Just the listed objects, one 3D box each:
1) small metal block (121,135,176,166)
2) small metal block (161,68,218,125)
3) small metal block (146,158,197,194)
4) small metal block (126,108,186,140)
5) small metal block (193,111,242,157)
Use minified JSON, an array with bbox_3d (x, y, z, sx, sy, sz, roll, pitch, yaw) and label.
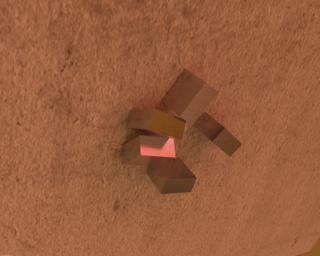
[{"bbox_3d":[-0.016,0.031,0.401,0.050,0.025,0.050,7,157,-32],"label":"small metal block"},{"bbox_3d":[0.036,-0.040,0.387,0.025,0.050,0.050,29,102,-38],"label":"small metal block"},{"bbox_3d":[0.016,0.067,0.443,0.050,0.050,0.025,4,117,-31],"label":"small metal block"},{"bbox_3d":[-0.005,-0.005,0.383,0.050,0.050,0.025,18,82,-36],"label":"small metal block"},{"bbox_3d":[0.082,0.009,0.443,0.025,0.050,0.050,-49,129,6],"label":"small metal block"}]
